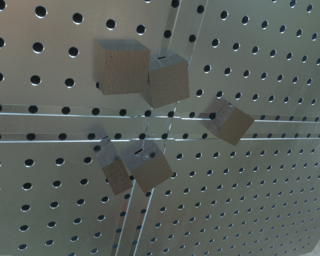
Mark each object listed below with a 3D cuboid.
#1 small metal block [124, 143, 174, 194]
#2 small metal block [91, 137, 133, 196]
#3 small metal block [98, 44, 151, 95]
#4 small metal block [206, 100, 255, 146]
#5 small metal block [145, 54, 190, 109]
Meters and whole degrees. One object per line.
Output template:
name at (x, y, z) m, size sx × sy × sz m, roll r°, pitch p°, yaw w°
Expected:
small metal block at (-0.015, 0.057, 0.438) m, size 0.050 × 0.025 × 0.050 m, roll -32°, pitch 129°, yaw -8°
small metal block at (-0.061, 0.048, 0.391) m, size 0.025 × 0.050 × 0.050 m, roll -26°, pitch 128°, yaw -12°
small metal block at (-0.041, -0.066, 0.347) m, size 0.050 × 0.025 × 0.050 m, roll -7°, pitch 122°, yaw -25°
small metal block at (0.105, -0.007, 0.464) m, size 0.050 × 0.025 × 0.050 m, roll 25°, pitch 105°, yaw -37°
small metal block at (0.007, -0.057, 0.379) m, size 0.050 × 0.025 × 0.050 m, roll -19°, pitch 126°, yaw -17°
